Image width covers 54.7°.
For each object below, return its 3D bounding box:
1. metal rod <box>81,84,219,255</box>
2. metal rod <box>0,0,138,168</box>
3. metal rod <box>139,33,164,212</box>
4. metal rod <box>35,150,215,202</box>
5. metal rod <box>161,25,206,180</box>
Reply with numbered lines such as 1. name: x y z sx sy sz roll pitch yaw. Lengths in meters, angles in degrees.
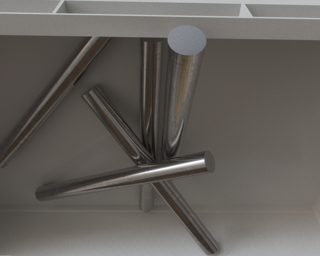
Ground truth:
1. metal rod: -0.003 0.069 0.422 0.025 0.025 0.299 -27 112 21
2. metal rod: -0.131 -0.038 0.374 0.025 0.025 0.299 34 122 -26
3. metal rod: -0.016 0.018 0.423 0.025 0.025 0.298 2 130 -2
4. metal rod: -0.068 0.071 0.417 0.300 0.025 0.025 -16 130 32
5. metal rod: 0.015 0.006 0.335 0.025 0.025 0.299 0 155 -1
